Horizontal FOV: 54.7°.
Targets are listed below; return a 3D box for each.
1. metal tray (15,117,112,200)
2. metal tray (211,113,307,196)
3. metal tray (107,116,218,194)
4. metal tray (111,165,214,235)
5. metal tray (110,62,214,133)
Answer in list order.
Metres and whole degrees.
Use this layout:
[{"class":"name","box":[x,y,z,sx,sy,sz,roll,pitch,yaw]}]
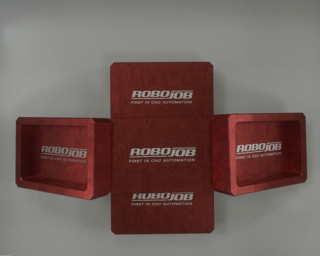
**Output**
[{"class":"metal tray","box":[-0.120,0.032,0.376,0.130,0.030,0.089,2,91,29]},{"class":"metal tray","box":[0.124,0.027,0.377,0.131,0.030,0.089,-2,91,-30]},{"class":"metal tray","box":[0.003,0.032,0.377,0.131,0.030,0.089,-1,90,-1]},{"class":"metal tray","box":[0.003,0.090,0.406,0.131,0.030,0.089,0,90,-1]},{"class":"metal tray","box":[0.003,-0.039,0.406,0.131,0.030,0.089,0,90,-1]}]
